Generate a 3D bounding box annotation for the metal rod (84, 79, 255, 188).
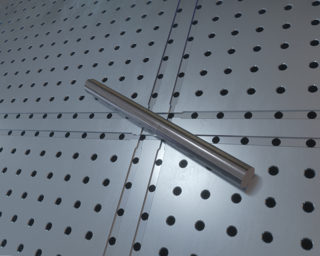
[{"bbox_3d":[-0.010,-0.008,0.417,0.300,0.025,0.025,31,79,37],"label":"metal rod"}]
